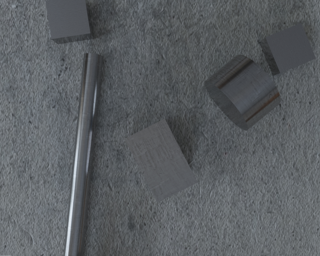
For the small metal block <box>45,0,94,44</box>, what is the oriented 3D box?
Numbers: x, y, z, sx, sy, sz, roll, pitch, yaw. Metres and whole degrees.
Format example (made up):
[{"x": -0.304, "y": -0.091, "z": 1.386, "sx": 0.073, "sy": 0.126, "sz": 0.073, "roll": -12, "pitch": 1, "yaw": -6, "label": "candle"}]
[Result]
[{"x": -0.118, "y": -0.142, "z": 0.408, "sx": 0.050, "sy": 0.025, "sz": 0.050, "roll": -9, "pitch": 90, "yaw": -1, "label": "small metal block"}]

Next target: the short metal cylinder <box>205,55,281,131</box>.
[{"x": 0.101, "y": -0.043, "z": 0.384, "sx": 0.050, "sy": 0.080, "sz": 0.080, "roll": -40, "pitch": 91, "yaw": 0, "label": "short metal cylinder"}]

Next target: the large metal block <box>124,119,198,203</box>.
[{"x": 0.001, "y": 0.036, "z": 0.383, "sx": 0.050, "sy": 0.080, "sz": 0.080, "roll": -27, "pitch": 90, "yaw": 0, "label": "large metal block"}]

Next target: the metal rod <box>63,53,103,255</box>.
[{"x": -0.103, "y": 0.053, "z": 0.408, "sx": 0.025, "sy": 0.025, "sz": 0.298, "roll": 6, "pitch": 90, "yaw": -1, "label": "metal rod"}]

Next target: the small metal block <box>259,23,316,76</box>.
[{"x": 0.169, "y": -0.104, "z": 0.412, "sx": 0.050, "sy": 0.025, "sz": 0.050, "roll": -22, "pitch": 90, "yaw": -1, "label": "small metal block"}]
